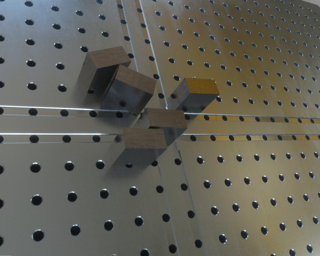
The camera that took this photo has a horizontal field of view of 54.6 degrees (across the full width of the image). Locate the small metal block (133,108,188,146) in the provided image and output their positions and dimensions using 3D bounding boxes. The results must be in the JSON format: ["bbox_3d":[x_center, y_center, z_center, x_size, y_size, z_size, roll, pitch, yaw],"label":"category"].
[{"bbox_3d":[-0.001,0.000,0.391,0.050,0.050,0.025,3,60,-27],"label":"small metal block"}]

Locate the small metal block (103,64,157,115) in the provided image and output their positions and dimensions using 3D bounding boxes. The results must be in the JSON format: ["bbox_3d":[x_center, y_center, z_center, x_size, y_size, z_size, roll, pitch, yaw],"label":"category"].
[{"bbox_3d":[-0.039,-0.048,0.400,0.050,0.050,0.025,22,54,-15],"label":"small metal block"}]

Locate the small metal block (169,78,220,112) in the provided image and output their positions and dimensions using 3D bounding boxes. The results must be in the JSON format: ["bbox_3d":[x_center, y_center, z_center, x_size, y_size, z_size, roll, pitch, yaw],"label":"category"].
[{"bbox_3d":[0.048,-0.046,0.446,0.050,0.050,0.025,-2,63,-29],"label":"small metal block"}]

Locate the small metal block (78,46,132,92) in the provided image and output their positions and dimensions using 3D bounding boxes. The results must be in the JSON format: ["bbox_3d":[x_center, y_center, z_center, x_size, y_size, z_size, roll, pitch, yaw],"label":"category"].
[{"bbox_3d":[-0.072,-0.076,0.399,0.050,0.050,0.025,-22,74,-36],"label":"small metal block"}]

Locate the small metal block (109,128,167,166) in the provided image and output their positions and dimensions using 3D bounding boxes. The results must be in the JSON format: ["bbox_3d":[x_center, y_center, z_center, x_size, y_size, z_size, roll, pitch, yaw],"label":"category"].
[{"bbox_3d":[-0.027,0.023,0.363,0.050,0.050,0.025,2,61,-27],"label":"small metal block"}]
